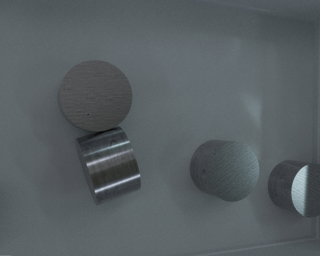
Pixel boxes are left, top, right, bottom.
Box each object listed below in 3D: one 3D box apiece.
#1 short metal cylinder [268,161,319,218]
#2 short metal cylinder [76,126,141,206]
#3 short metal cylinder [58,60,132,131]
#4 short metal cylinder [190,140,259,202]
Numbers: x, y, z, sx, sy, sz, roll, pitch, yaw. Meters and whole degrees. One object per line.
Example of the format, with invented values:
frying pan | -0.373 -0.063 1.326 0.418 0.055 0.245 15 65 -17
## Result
short metal cylinder | 0.217 0.092 0.480 0.081 0.050 0.079 0 90 -21
short metal cylinder | -0.061 0.043 0.359 0.050 0.080 0.080 -17 96 -19
short metal cylinder | -0.079 -0.036 0.369 0.081 0.050 0.079 0 90 -21
short metal cylinder | 0.089 0.057 0.432 0.081 0.050 0.079 0 90 -21
